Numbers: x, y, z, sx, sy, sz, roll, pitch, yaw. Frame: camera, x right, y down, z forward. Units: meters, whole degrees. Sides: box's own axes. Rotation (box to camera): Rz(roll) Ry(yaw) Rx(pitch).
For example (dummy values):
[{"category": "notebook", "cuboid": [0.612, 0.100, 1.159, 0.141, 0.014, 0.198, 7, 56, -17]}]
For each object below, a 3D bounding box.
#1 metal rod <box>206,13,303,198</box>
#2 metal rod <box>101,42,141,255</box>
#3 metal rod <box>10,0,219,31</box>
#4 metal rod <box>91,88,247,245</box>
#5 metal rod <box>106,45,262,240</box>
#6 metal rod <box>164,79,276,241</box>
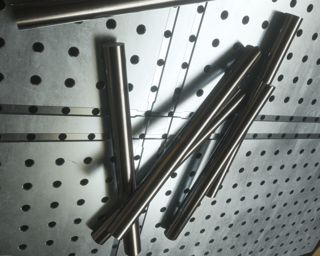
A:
[{"category": "metal rod", "cuboid": [0.131, -0.020, 0.469, 0.025, 0.025, 0.298, 7, 115, -31]}, {"category": "metal rod", "cuboid": [-0.045, 0.045, 0.393, 0.025, 0.025, 0.298, -13, 118, -21]}, {"category": "metal rod", "cuboid": [0.007, -0.140, 0.327, 0.302, 0.025, 0.025, -16, 125, -19]}, {"category": "metal rod", "cuboid": [0.011, 0.056, 0.451, 0.300, 0.025, 0.025, -46, 129, 4]}, {"category": "metal rod", "cuboid": [0.034, 0.015, 0.403, 0.300, 0.025, 0.025, -52, 129, -5]}, {"category": "metal rod", "cuboid": [0.083, 0.061, 0.479, 0.025, 0.025, 0.298, 12, 116, -34]}]
